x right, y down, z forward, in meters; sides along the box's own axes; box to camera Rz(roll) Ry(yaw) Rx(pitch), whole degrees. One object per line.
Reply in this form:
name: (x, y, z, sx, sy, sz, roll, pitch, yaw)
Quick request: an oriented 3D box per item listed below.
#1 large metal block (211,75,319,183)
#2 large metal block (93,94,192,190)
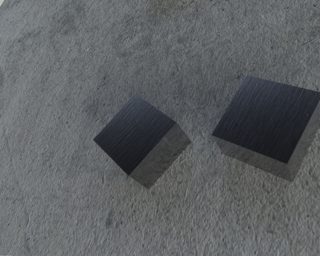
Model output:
large metal block: (0.115, -0.001, 0.328, 0.080, 0.050, 0.080, 23, 74, 36)
large metal block: (-0.022, 0.016, 0.390, 0.080, 0.050, 0.080, -48, 51, -6)
